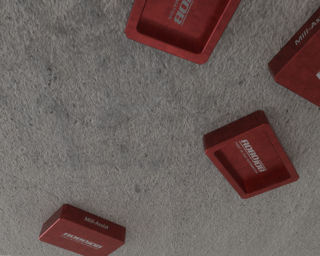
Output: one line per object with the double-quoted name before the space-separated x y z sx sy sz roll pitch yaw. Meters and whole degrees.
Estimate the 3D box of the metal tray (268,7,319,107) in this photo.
"metal tray" 0.195 -0.088 0.331 0.090 0.030 0.129 24 126 -19

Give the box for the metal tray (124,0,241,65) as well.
"metal tray" 0.029 -0.133 0.290 0.091 0.030 0.129 17 128 -14

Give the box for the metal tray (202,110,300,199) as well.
"metal tray" 0.131 0.043 0.441 0.090 0.030 0.130 -27 126 21

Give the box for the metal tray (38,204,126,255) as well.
"metal tray" -0.140 0.194 0.568 0.131 0.030 0.090 31 123 -24
